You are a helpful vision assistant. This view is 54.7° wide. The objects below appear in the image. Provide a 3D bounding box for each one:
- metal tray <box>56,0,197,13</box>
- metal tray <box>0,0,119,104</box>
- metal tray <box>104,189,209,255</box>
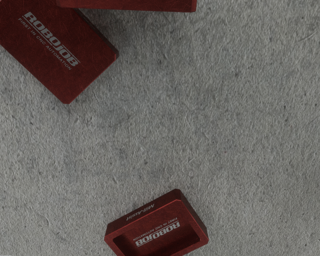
[{"bbox_3d":[-0.031,-0.145,0.319,0.131,0.090,0.030,2,120,-1],"label":"metal tray"},{"bbox_3d":[-0.126,-0.104,0.367,0.090,0.030,0.130,-41,106,13],"label":"metal tray"},{"bbox_3d":[-0.005,0.159,0.465,0.130,0.030,0.090,-30,108,10],"label":"metal tray"}]
